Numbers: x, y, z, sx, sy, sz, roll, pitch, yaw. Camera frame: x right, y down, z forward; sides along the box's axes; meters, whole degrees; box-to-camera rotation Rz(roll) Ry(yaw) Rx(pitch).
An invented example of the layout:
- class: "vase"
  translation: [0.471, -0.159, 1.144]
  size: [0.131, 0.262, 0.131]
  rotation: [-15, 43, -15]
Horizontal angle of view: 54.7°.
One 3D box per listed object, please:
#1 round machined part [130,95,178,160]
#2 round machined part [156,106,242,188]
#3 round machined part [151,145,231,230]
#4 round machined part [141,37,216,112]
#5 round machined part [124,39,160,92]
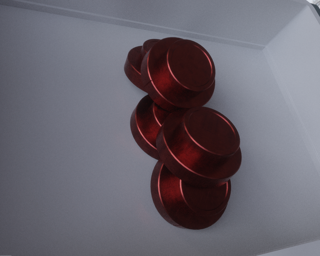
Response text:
- class: "round machined part"
  translation: [0.014, -0.008, 0.405]
  size: [0.099, 0.042, 0.098]
  rotation: [14, 55, -20]
- class: "round machined part"
  translation: [0.049, 0.014, 0.345]
  size: [0.099, 0.042, 0.098]
  rotation: [15, 45, -16]
- class: "round machined part"
  translation: [0.042, 0.066, 0.357]
  size: [0.099, 0.042, 0.098]
  rotation: [8, 73, -26]
- class: "round machined part"
  translation: [0.029, -0.070, 0.385]
  size: [0.099, 0.042, 0.098]
  rotation: [9, 70, -26]
- class: "round machined part"
  translation: [0.003, -0.089, 0.434]
  size: [0.099, 0.042, 0.098]
  rotation: [15, 40, -13]
